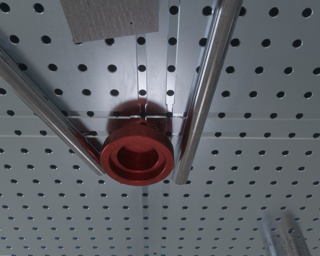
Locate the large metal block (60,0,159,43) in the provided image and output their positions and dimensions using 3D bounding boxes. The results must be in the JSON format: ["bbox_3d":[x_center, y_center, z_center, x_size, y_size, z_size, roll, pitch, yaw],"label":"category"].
[{"bbox_3d":[-0.047,-0.131,0.283,0.080,0.050,0.080,-7,130,5],"label":"large metal block"}]

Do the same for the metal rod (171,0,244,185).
[{"bbox_3d":[0.051,-0.034,0.382,0.025,0.025,0.298,6,130,-6],"label":"metal rod"}]

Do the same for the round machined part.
[{"bbox_3d":[-0.030,0.033,0.429,0.099,0.042,0.097,0,130,0],"label":"round machined part"}]

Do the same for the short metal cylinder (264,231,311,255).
[{"bbox_3d":[0.251,0.247,0.608,0.081,0.050,0.079,0,130,0],"label":"short metal cylinder"}]

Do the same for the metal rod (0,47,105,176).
[{"bbox_3d":[-0.155,-0.039,0.376,0.025,0.025,0.300,-22,127,18],"label":"metal rod"}]
